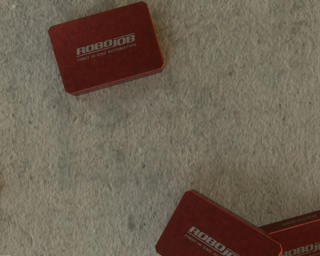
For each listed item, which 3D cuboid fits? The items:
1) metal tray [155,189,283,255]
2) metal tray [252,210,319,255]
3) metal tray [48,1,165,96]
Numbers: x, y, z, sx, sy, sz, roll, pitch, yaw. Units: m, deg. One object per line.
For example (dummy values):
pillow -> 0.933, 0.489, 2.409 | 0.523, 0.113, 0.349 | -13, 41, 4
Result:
metal tray -> 0.071, 0.148, 0.390 | 0.130, 0.030, 0.090 | 29, 90, 16
metal tray -> 0.197, 0.165, 0.410 | 0.131, 0.030, 0.090 | -15, 90, -1
metal tray -> -0.068, -0.102, 0.407 | 0.131, 0.030, 0.090 | -16, 90, -1
